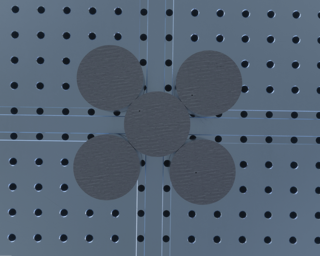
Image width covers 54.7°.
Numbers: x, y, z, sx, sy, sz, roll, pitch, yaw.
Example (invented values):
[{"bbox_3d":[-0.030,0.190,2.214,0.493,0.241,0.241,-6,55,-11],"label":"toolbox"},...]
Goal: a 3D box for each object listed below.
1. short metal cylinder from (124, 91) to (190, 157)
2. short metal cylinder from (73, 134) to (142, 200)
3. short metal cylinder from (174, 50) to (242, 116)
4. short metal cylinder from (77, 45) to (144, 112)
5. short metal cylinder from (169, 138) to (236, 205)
[{"bbox_3d":[-0.003,-0.005,0.400,0.081,0.050,0.079,0,90,-1],"label":"short metal cylinder"},{"bbox_3d":[-0.065,0.047,0.399,0.081,0.050,0.079,0,90,-1],"label":"short metal cylinder"},{"bbox_3d":[0.059,-0.054,0.399,0.081,0.050,0.079,0,90,-1],"label":"short metal cylinder"},{"bbox_3d":[-0.061,-0.061,0.399,0.081,0.050,0.079,0,90,-1],"label":"short metal cylinder"},{"bbox_3d":[0.052,0.053,0.401,0.081,0.050,0.079,0,90,-1],"label":"short metal cylinder"}]
